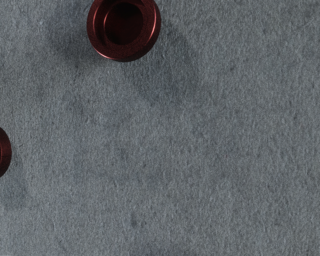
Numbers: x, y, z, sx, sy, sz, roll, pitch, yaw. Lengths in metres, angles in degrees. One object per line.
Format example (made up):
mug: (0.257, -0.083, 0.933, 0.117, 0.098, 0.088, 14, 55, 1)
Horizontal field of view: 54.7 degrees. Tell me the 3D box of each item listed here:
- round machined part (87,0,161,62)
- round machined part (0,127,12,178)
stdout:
round machined part: (-0.045, -0.137, 0.415, 0.098, 0.042, 0.097, 0, 90, 19)
round machined part: (-0.295, 0.040, 0.502, 0.098, 0.042, 0.097, 0, 90, 19)
